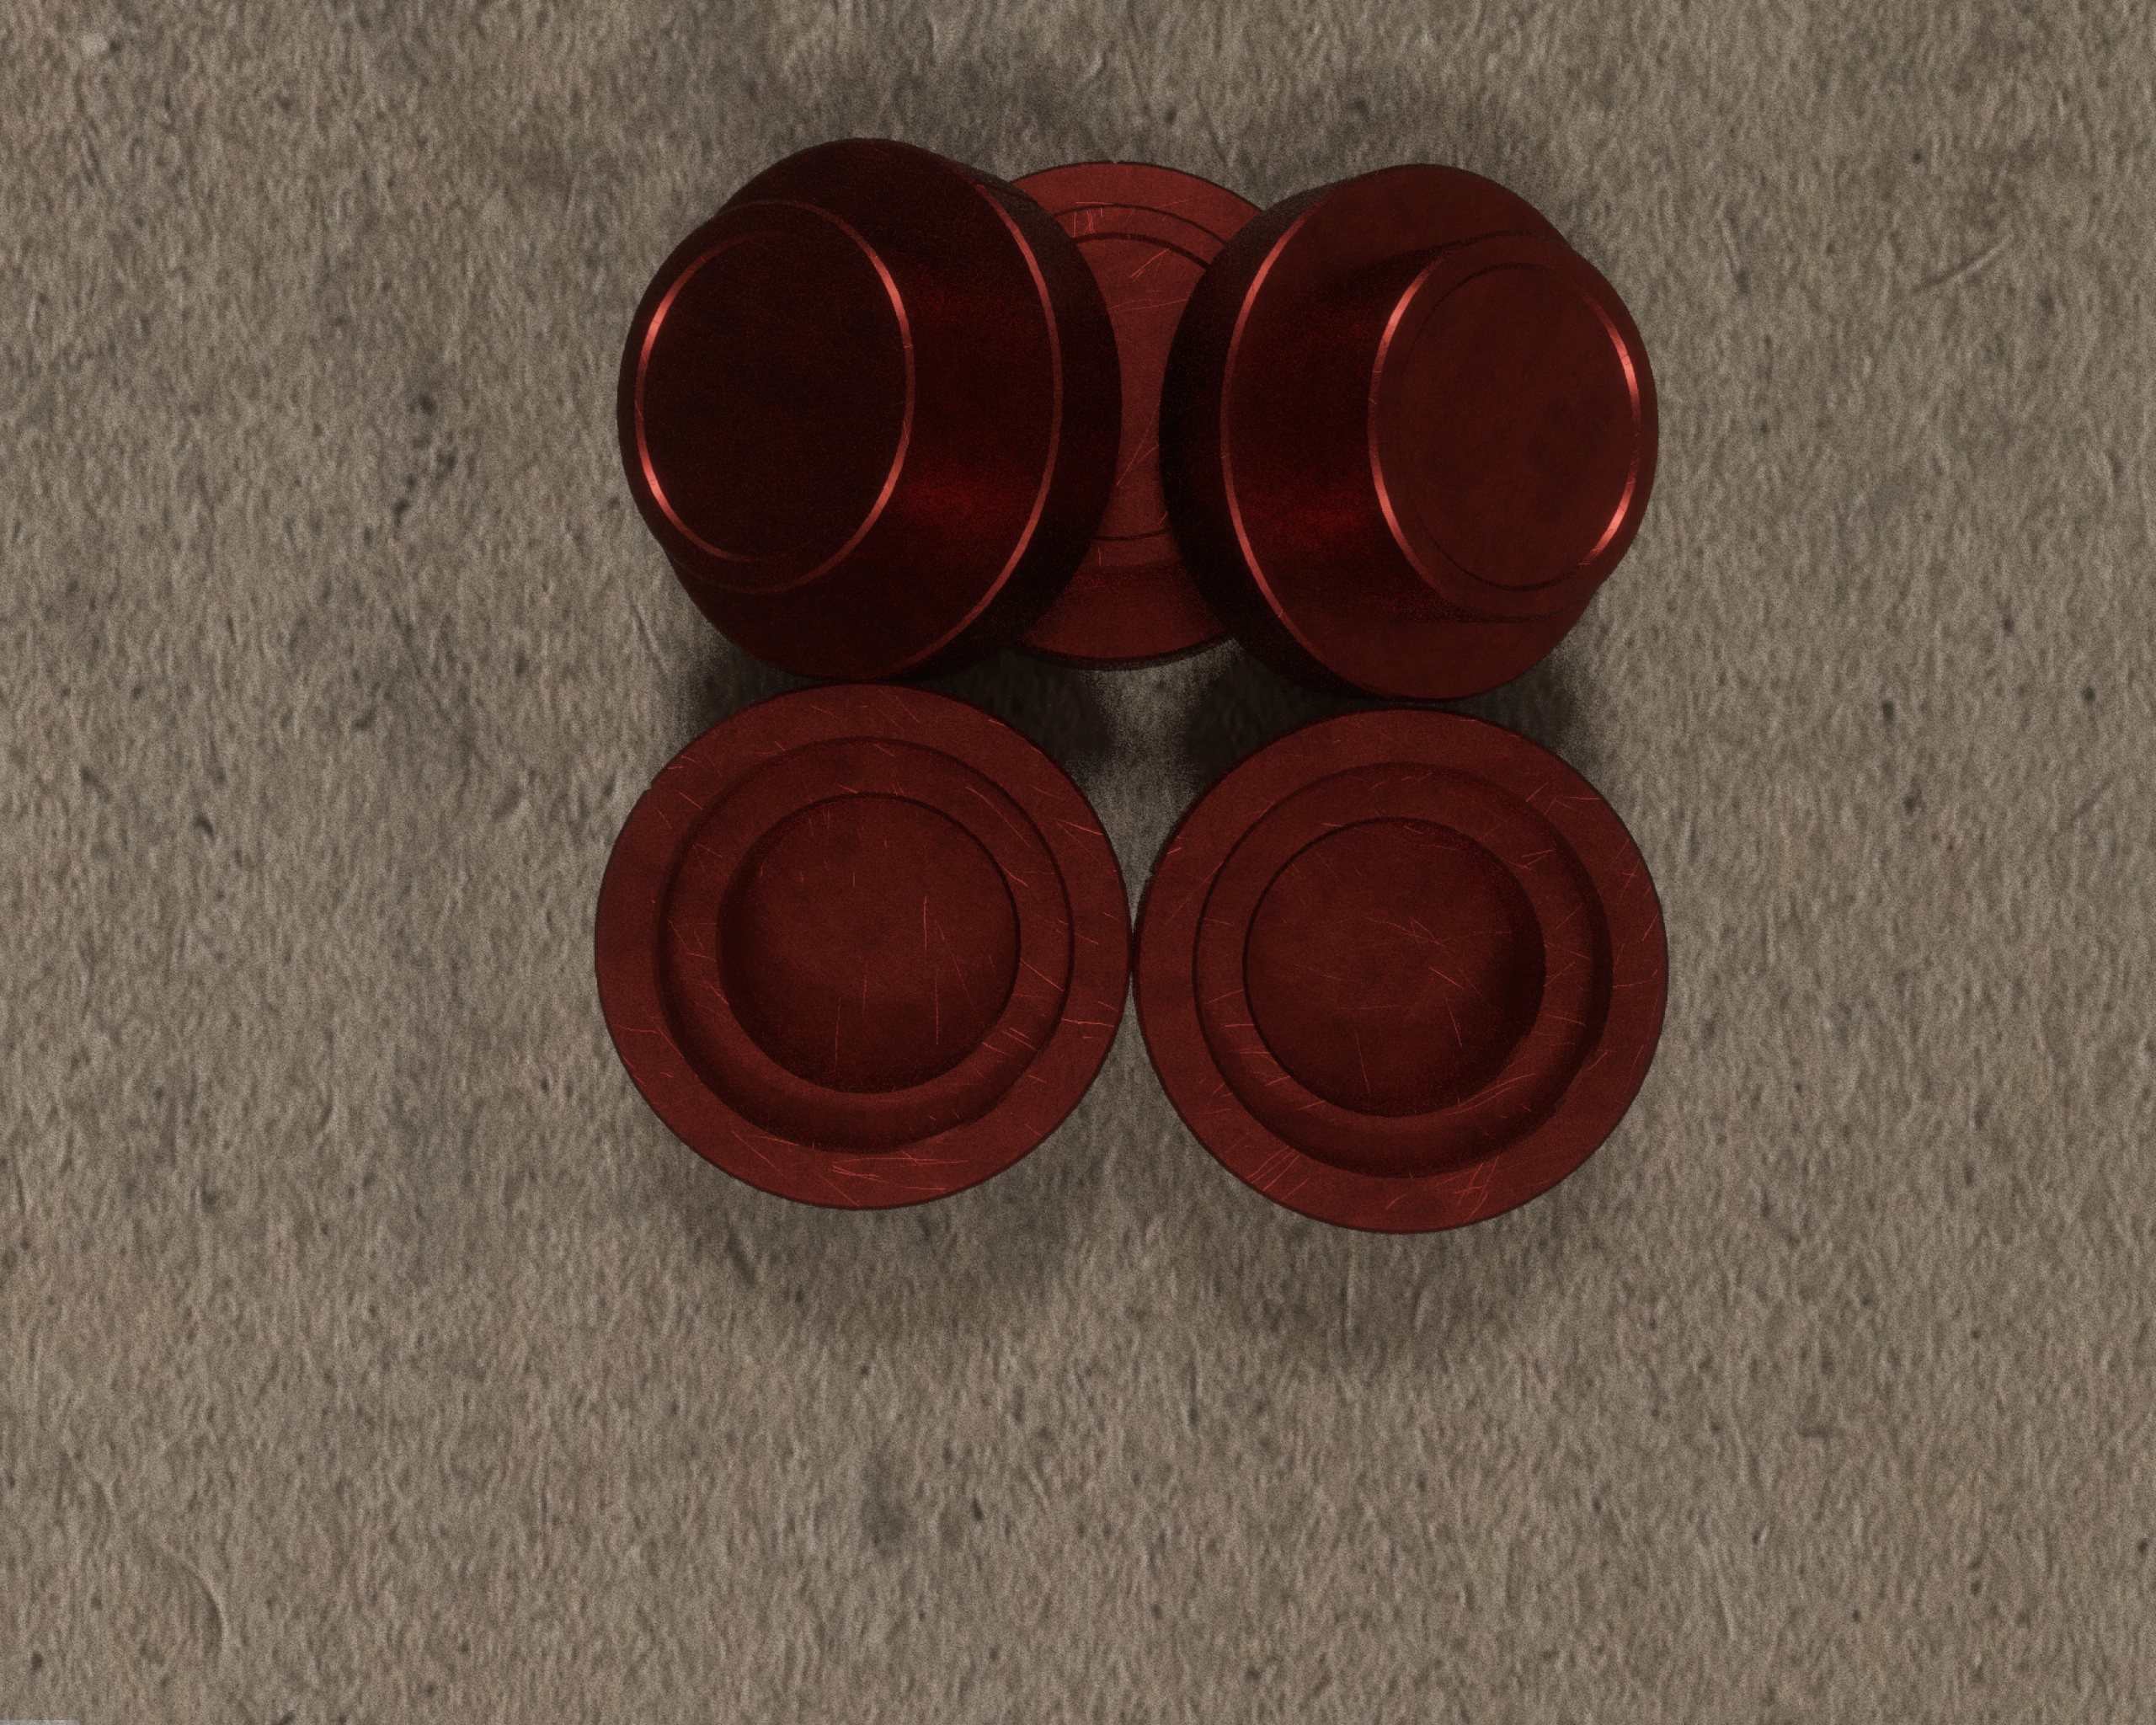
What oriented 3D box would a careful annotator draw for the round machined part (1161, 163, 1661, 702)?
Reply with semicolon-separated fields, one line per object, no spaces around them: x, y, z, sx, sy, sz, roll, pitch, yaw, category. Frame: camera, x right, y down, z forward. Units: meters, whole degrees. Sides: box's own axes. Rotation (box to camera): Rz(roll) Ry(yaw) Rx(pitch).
0.067;-0.078;0.382;0.099;0.042;0.097;-4;97;-31;round machined part

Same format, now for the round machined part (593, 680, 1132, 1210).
-0.039;0.015;0.402;0.099;0.042;0.097;0;90;-1;round machined part

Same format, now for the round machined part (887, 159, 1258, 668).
0.007;-0.087;0.402;0.099;0.042;0.097;0;90;-1;round machined part

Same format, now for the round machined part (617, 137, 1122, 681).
-0.044;-0.082;0.378;0.098;0.042;0.097;2;95;33;round machined part

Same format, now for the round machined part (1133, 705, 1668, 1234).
0.059;0.020;0.403;0.099;0.042;0.097;0;90;-1;round machined part
